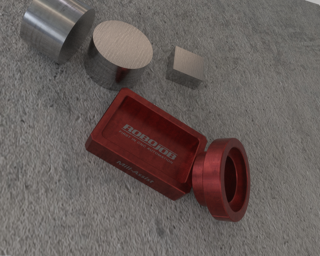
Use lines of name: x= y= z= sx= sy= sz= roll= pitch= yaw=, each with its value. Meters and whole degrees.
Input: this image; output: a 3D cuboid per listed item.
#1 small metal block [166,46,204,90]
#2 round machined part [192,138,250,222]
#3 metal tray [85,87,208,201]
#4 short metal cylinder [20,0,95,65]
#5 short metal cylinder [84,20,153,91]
small metal block: x=0.039 y=-0.093 z=0.482 sx=0.050 sy=0.025 sz=0.050 roll=19 pitch=54 yaw=-17
round machined part: x=0.073 y=0.062 z=0.375 sx=0.099 sy=0.042 sz=0.097 roll=12 pitch=76 yaw=-55
metal tray: x=-0.013 y=0.018 z=0.382 sx=0.130 sy=0.030 sz=0.090 roll=32 pitch=52 yaw=-8
short metal cylinder: x=-0.123 y=-0.125 z=0.379 sx=0.050 sy=0.080 sz=0.080 roll=33 pitch=51 yaw=-7
short metal cylinder: x=-0.056 y=-0.096 z=0.416 sx=0.081 sy=0.050 sz=0.080 roll=14 pitch=56 yaw=-21
